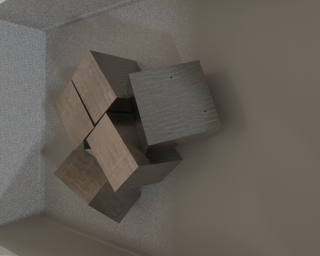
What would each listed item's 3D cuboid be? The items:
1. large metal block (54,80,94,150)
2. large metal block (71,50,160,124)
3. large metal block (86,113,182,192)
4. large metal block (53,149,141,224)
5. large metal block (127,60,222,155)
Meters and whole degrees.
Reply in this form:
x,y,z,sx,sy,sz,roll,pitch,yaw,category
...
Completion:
x,y,z,sx,sy,sz,roll,pitch,yaw,category
-0.090,-0.018,0.441,0.050,0.081,0.080,-45,63,30,large metal block
-0.058,-0.051,0.415,0.050,0.081,0.080,-46,63,30,large metal block
-0.033,0.028,0.393,0.050,0.081,0.080,-49,61,29,large metal block
-0.085,0.078,0.428,0.080,0.080,0.050,28,73,36,large metal block
0.013,-0.022,0.349,0.050,0.081,0.080,118,137,-72,large metal block
